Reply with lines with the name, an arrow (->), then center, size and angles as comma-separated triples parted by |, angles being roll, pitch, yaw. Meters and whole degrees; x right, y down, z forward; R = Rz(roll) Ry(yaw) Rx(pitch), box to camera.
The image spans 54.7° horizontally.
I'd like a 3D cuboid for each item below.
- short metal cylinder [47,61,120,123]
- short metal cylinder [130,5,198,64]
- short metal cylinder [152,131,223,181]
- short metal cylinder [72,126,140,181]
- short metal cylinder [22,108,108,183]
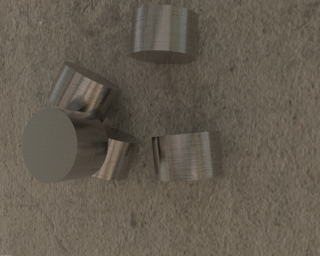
short metal cylinder -> -0.101, -0.048, 0.414 | 0.080, 0.080, 0.050 | 32, 100, 17
short metal cylinder -> 0.005, -0.110, 0.377 | 0.080, 0.080, 0.050 | 3, 91, 19
short metal cylinder -> 0.032, 0.032, 0.368 | 0.080, 0.080, 0.050 | -6, 88, 19
short metal cylinder -> -0.073, 0.029, 0.404 | 0.080, 0.080, 0.050 | 21, 97, 18
short metal cylinder -> -0.107, 0.019, 0.349 | 0.080, 0.050, 0.080 | -1, 87, 27
